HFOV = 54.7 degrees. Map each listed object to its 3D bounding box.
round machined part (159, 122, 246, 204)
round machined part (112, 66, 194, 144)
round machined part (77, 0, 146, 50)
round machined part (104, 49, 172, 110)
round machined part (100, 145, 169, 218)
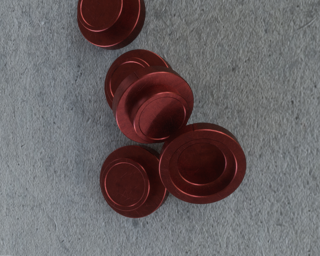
[{"bbox_3d":[0.048,0.038,0.368,0.099,0.042,0.097,0,113,1],"label":"round machined part"},{"bbox_3d":[-0.004,-0.021,0.370,0.098,0.098,0.042,-50,36,13],"label":"round machined part"},{"bbox_3d":[-0.073,-0.161,0.426,0.098,0.042,0.097,0,90,20],"label":"round machined part"},{"bbox_3d":[-0.031,-0.056,0.411,0.098,0.042,0.097,0,90,20],"label":"round machined part"},{"bbox_3d":[-0.038,0.072,0.413,0.098,0.042,0.097,0,90,20],"label":"round machined part"}]
